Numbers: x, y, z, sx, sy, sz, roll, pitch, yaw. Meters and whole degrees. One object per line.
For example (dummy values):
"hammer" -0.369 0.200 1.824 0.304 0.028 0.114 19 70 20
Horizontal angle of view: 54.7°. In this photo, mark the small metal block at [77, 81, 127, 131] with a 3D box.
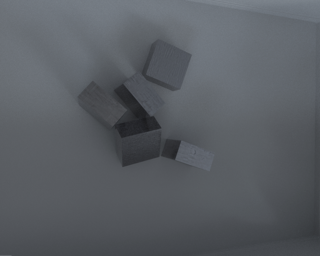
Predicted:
"small metal block" -0.069 -0.025 0.368 0.050 0.050 0.025 41 77 -6

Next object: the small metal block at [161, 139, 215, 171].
"small metal block" 0.036 0.035 0.410 0.050 0.050 0.025 20 84 -19

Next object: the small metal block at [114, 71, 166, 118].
"small metal block" -0.026 -0.039 0.386 0.025 0.050 0.050 -44 103 -16

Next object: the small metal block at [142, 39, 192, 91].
"small metal block" 0.008 -0.083 0.413 0.050 0.025 0.050 21 83 -19

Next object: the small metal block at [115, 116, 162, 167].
"small metal block" -0.027 0.017 0.387 0.050 0.025 0.050 -14 134 -20
